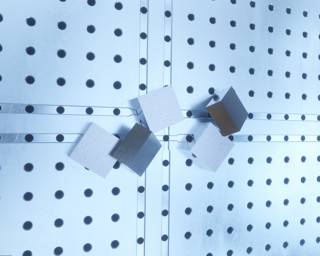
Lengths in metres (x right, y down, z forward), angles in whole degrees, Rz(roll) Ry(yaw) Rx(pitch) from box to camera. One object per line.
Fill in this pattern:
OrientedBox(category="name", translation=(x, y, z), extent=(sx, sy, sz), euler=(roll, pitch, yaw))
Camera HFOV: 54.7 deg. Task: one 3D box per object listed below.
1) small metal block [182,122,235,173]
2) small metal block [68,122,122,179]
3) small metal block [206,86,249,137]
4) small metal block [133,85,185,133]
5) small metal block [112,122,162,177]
OrientedBox(category="small metal block", translation=(0.069, 0.027, 0.440), extent=(0.050, 0.025, 0.050), euler=(41, 77, -16))
OrientedBox(category="small metal block", translation=(-0.078, 0.027, 0.385), extent=(0.050, 0.025, 0.050), euler=(35, 78, -17))
OrientedBox(category="small metal block", translation=(0.096, -0.024, 0.437), extent=(0.050, 0.025, 0.050), euler=(56, 41, -12))
OrientedBox(category="small metal block", translation=(-0.002, -0.025, 0.413), extent=(0.050, 0.025, 0.050), euler=(-23, 98, -19))
OrientedBox(category="small metal block", translation=(-0.027, 0.028, 0.388), extent=(0.025, 0.050, 0.050), euler=(29, 77, 24))
